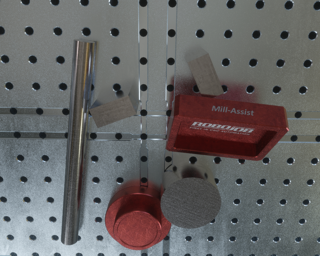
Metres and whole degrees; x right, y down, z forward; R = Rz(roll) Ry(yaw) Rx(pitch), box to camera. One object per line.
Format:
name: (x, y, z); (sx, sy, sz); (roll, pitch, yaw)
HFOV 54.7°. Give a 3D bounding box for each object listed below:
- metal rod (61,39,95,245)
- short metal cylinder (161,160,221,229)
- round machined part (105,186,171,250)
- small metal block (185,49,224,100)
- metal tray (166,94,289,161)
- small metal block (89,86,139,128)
metal rod: (-0.115, 0.033, 0.424); (0.025, 0.025, 0.298); (9, 110, -3)
short metal cylinder: (0.041, 0.092, 0.434); (0.081, 0.050, 0.079); (0, 110, 0)
round machined part: (-0.032, 0.138, 0.455); (0.099, 0.042, 0.097); (0, 110, 0)
small metal block: (0.053, -0.066, 0.376); (0.025, 0.050, 0.050); (-23, 109, 8)
metal tray: (0.077, 0.003, 0.385); (0.131, 0.030, 0.090); (7, 149, -3)
small metal block: (-0.056, -0.028, 0.389); (0.050, 0.050, 0.025); (-19, 109, 7)
